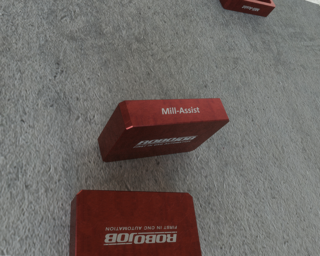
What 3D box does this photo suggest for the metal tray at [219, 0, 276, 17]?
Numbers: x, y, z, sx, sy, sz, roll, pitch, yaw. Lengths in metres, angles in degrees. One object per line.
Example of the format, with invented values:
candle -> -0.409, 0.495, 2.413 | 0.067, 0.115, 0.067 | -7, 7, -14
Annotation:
metal tray -> 0.182, -0.294, 0.677 | 0.131, 0.030, 0.090 | -3, 63, -30

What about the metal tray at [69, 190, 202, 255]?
metal tray -> -0.023, 0.113, 0.319 | 0.131, 0.030, 0.090 | 7, 59, -25

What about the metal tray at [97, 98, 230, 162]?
metal tray -> 0.003, 0.002, 0.362 | 0.131, 0.090, 0.030 | -4, 64, -30
